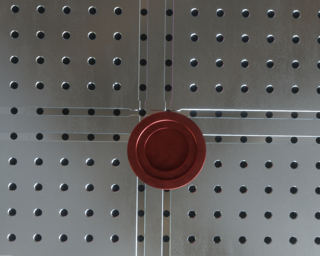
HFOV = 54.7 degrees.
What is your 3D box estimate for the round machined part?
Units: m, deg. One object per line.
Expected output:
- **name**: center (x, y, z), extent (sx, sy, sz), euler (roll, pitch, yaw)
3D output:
- **round machined part**: center (0.008, 0.028, 0.405), extent (0.099, 0.042, 0.097), euler (0, 90, -1)
